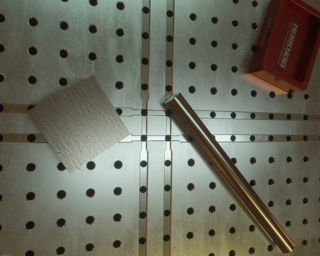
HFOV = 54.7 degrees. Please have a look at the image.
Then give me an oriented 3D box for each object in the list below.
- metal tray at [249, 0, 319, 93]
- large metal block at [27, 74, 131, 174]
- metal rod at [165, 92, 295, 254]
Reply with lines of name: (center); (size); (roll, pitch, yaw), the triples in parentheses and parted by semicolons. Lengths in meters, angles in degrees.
metal tray: (0.201, -0.131, 0.483); (0.091, 0.030, 0.130); (21, 83, -19)
large metal block: (-0.095, -0.005, 0.364); (0.080, 0.050, 0.080); (-34, 101, -17)
metal rod: (0.108, 0.073, 0.452); (0.025, 0.025, 0.300); (-42, 104, -15)
